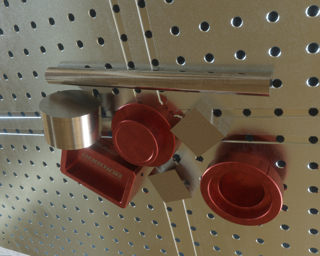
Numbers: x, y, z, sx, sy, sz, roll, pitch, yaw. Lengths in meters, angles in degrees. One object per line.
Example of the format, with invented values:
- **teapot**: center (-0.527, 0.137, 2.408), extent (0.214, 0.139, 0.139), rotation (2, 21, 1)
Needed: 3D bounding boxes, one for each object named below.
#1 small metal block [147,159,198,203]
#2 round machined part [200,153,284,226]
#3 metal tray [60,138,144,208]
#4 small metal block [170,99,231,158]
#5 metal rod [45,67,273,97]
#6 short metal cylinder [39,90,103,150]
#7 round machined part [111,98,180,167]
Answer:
- **small metal block**: center (0.019, 0.078, 0.450), extent (0.050, 0.025, 0.050), rotation (-21, 108, 36)
- **round machined part**: center (0.104, 0.072, 0.390), extent (0.098, 0.042, 0.097), rotation (13, 124, 21)
- **metal tray**: center (-0.096, 0.063, 0.497), extent (0.130, 0.030, 0.089), rotation (27, 128, 11)
- **small metal block**: center (0.050, 0.001, 0.386), extent (0.050, 0.025, 0.050), rotation (44, 129, -2)
- **metal rod**: center (-0.021, -0.060, 0.384), extent (0.301, 0.025, 0.025), rotation (6, 121, 24)
- **short metal cylinder**: center (-0.122, -0.013, 0.432), extent (0.080, 0.080, 0.050), rotation (16, 125, 19)
- **round machined part**: center (-0.025, 0.012, 0.420), extent (0.098, 0.042, 0.097), rotation (12, 121, 22)
